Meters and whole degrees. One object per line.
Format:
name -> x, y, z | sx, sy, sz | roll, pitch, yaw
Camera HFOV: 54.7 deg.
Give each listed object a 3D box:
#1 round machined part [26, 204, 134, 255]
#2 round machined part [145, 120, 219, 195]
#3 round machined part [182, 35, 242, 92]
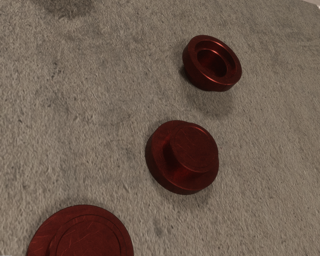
round machined part -> -0.070, 0.118, 0.284 | 0.099, 0.042, 0.098 | 14, 56, -21
round machined part -> 0.034, 0.032, 0.394 | 0.099, 0.042, 0.098 | 14, 56, -21
round machined part -> 0.079, -0.098, 0.497 | 0.099, 0.042, 0.098 | 14, 56, -21
